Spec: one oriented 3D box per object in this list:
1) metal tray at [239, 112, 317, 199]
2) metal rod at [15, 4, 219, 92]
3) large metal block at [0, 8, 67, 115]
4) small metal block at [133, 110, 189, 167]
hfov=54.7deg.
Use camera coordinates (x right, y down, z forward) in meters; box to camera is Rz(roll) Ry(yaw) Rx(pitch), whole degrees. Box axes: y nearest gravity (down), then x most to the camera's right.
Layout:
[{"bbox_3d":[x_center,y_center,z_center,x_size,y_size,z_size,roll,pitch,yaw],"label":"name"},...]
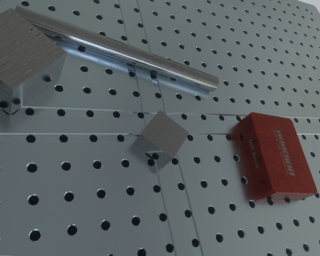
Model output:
[{"bbox_3d":[0.180,0.043,0.479,0.091,0.030,0.130,7,59,-25],"label":"metal tray"},{"bbox_3d":[-0.049,-0.109,0.449,0.302,0.025,0.025,16,56,-20],"label":"metal rod"},{"bbox_3d":[-0.168,-0.076,0.348,0.080,0.050,0.080,39,51,-2],"label":"large metal block"},{"bbox_3d":[0.003,0.013,0.403,0.050,0.025,0.050,38,51,-3],"label":"small metal block"}]
